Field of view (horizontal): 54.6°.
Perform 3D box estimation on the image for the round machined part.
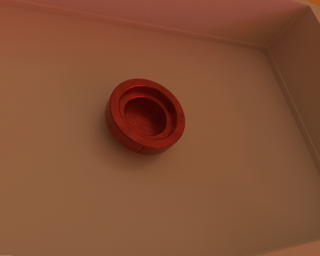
[{"bbox_3d":[-0.021,-0.010,0.389,0.099,0.042,0.098,13,56,-21],"label":"round machined part"}]
